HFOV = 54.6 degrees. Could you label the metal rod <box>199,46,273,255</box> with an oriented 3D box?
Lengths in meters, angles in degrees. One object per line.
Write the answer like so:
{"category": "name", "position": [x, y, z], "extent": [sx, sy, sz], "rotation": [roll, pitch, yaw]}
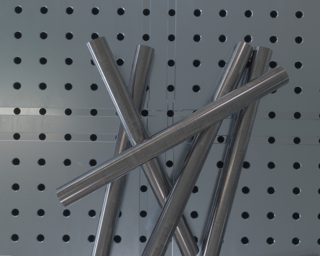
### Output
{"category": "metal rod", "position": [0.100, 0.040, 0.413], "extent": [0.025, 0.025, 0.299], "rotation": [15, 90, 0]}

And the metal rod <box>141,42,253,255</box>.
{"category": "metal rod", "position": [0.050, 0.026, 0.391], "extent": [0.025, 0.025, 0.299], "rotation": [25, 81, 0]}

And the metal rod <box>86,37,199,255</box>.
{"category": "metal rod", "position": [-0.018, 0.031, 0.393], "extent": [0.025, 0.025, 0.299], "rotation": [-24, 98, 0]}

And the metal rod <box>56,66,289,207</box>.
{"category": "metal rod", "position": [0.018, 0.008, 0.369], "extent": [0.301, 0.025, 0.025], "rotation": [-29, 90, -3]}

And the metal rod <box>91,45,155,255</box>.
{"category": "metal rod", "position": [-0.051, 0.039, 0.413], "extent": [0.025, 0.025, 0.299], "rotation": [12, 90, 0]}
